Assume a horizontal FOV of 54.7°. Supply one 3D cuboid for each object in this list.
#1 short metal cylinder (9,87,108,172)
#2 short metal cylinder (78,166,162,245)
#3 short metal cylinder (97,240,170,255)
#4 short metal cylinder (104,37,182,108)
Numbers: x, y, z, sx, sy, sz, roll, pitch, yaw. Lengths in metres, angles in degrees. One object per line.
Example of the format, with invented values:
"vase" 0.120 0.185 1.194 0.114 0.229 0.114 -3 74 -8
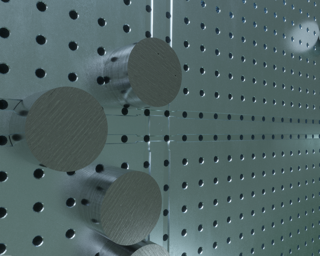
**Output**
"short metal cylinder" -0.100 0.001 0.309 0.081 0.050 0.079 0 90 -40
"short metal cylinder" -0.045 0.086 0.355 0.081 0.050 0.079 0 90 -40
"short metal cylinder" -0.031 0.171 0.367 0.081 0.050 0.079 0 90 -40
"short metal cylinder" -0.020 -0.064 0.376 0.081 0.050 0.079 0 90 -40
